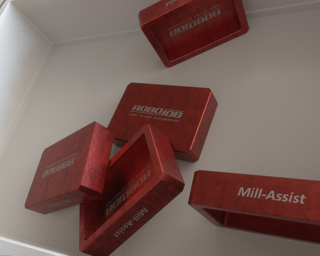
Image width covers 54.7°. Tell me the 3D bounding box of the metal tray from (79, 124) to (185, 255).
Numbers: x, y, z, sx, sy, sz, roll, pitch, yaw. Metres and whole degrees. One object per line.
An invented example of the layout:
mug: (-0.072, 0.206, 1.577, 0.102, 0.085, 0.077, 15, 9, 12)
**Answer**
metal tray: (-0.038, 0.068, 0.340, 0.130, 0.030, 0.090, -45, 33, 18)

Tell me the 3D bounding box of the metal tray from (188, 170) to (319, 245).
metal tray: (0.101, 0.071, 0.266, 0.130, 0.090, 0.030, 1, 63, 28)

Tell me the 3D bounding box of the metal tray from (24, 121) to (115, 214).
metal tray: (-0.118, 0.054, 0.398, 0.130, 0.030, 0.090, -24, 46, 37)

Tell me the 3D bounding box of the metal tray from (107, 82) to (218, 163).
metal tray: (0.000, -0.012, 0.409, 0.130, 0.030, 0.090, 9, 66, 31)

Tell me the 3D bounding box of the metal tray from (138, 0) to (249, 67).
metal tray: (0.048, -0.146, 0.427, 0.130, 0.090, 0.030, -22, 54, 14)
